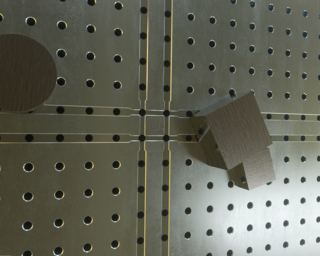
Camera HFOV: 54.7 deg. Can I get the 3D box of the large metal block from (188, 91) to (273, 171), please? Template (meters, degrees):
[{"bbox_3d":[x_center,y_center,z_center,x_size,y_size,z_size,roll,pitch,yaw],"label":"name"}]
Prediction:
[{"bbox_3d":[0.099,0.003,0.438,0.081,0.050,0.080,-27,99,-18],"label":"large metal block"}]

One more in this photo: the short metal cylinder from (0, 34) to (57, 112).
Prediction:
[{"bbox_3d":[-0.157,-0.057,0.341,0.081,0.050,0.079,0,90,-21],"label":"short metal cylinder"}]

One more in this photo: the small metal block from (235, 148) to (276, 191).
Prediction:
[{"bbox_3d":[0.142,0.060,0.467,0.050,0.025,0.050,-16,96,-20],"label":"small metal block"}]
